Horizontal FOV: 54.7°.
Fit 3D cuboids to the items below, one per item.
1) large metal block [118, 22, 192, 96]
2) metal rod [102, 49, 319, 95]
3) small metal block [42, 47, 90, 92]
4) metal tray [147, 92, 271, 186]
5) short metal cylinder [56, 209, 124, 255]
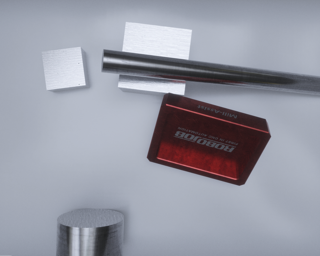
[{"bbox_3d":[-0.006,-0.084,0.399,0.081,0.050,0.080,7,90,-1],"label":"large metal block"},{"bbox_3d":[0.083,-0.064,0.375,0.302,0.025,0.025,3,90,-16],"label":"metal rod"},{"bbox_3d":[-0.124,-0.076,0.410,0.050,0.025,0.050,-7,90,-1],"label":"small metal block"},{"bbox_3d":[0.057,0.016,0.386,0.131,0.030,0.089,15,125,-1],"label":"metal tray"},{"bbox_3d":[-0.086,0.135,0.383,0.081,0.080,0.050,2,90,-1],"label":"short metal cylinder"}]
